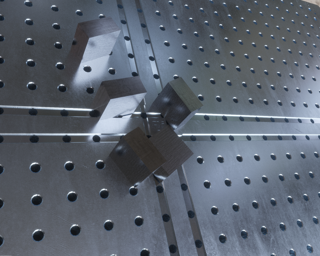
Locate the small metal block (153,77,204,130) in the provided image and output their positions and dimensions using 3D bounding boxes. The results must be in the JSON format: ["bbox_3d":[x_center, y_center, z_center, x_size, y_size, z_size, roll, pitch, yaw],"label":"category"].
[{"bbox_3d":[0.024,-0.033,0.424,0.025,0.050,0.050,-29,78,-37],"label":"small metal block"}]

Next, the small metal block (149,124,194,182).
[{"bbox_3d":[0.006,0.031,0.392,0.050,0.025,0.050,49,51,6],"label":"small metal block"}]

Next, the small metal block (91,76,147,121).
[{"bbox_3d":[-0.052,-0.037,0.387,0.050,0.050,0.025,-15,70,-34],"label":"small metal block"}]

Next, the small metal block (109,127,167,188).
[{"bbox_3d":[-0.027,0.034,0.356,0.025,0.050,0.050,-34,81,-38],"label":"small metal block"}]

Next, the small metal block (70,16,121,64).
[{"bbox_3d":[-0.087,-0.118,0.417,0.050,0.050,0.025,-29,78,-37],"label":"small metal block"}]
